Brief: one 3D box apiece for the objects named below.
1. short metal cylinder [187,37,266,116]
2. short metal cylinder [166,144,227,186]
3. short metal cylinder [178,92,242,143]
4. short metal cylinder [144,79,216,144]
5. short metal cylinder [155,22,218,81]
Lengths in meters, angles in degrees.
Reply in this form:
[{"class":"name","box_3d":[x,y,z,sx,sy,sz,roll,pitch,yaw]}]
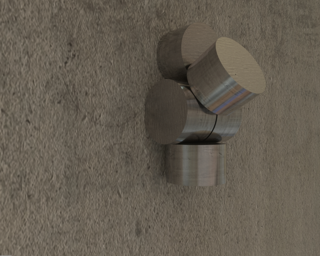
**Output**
[{"class":"short metal cylinder","box_3d":[0.080,-0.061,0.373,0.080,0.050,0.080,22,49,-28]},{"class":"short metal cylinder","box_3d":[0.048,0.045,0.413,0.081,0.080,0.050,0,90,-40]},{"class":"short metal cylinder","box_3d":[0.065,-0.019,0.426,0.050,0.080,0.079,0,90,-40]},{"class":"short metal cylinder","box_3d":[0.024,-0.020,0.393,0.050,0.080,0.079,1,90,-41]},{"class":"short metal cylinder","box_3d":[0.041,-0.099,0.427,0.081,0.050,0.079,0,90,-40]}]
